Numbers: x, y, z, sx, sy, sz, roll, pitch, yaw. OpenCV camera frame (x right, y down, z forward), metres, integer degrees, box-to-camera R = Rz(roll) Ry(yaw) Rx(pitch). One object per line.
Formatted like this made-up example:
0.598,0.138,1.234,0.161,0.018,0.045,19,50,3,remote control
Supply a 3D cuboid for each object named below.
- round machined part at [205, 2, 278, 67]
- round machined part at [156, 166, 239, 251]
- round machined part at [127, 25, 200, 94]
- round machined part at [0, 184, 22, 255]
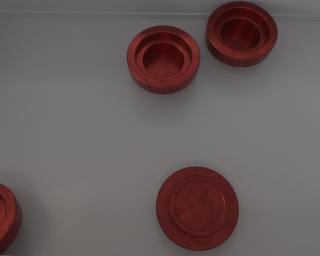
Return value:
0.114,-0.130,0.449,0.099,0.042,0.098,0,70,0,round machined part
0.045,0.093,0.367,0.099,0.042,0.098,0,70,0,round machined part
0.005,-0.091,0.434,0.099,0.042,0.098,0,70,0,round machined part
-0.205,0.112,0.346,0.099,0.042,0.098,0,46,0,round machined part
